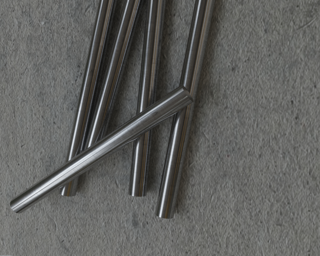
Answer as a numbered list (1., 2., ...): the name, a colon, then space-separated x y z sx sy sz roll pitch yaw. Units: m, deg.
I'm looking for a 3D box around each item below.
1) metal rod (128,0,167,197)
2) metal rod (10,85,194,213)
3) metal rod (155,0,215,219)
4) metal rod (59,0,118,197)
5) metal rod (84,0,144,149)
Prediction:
1. metal rod: -0.015 -0.059 0.414 0.025 0.025 0.298 7 92 20
2. metal rod: -0.088 0.036 0.412 0.300 0.025 0.025 -33 80 17
3. metal rod: 0.033 -0.032 0.397 0.025 0.025 0.298 12 94 19
4. metal rod: -0.103 -0.048 0.445 0.025 0.025 0.298 15 95 19
5. metal rod: -0.055 -0.105 0.428 0.025 0.025 0.298 19 96 19
